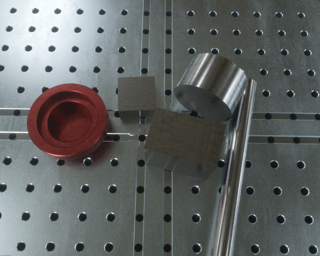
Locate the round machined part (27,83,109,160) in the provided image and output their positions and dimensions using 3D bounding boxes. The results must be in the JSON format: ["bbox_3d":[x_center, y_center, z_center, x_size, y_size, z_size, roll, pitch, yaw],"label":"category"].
[{"bbox_3d":[-0.116,-0.005,0.403,0.099,0.042,0.098,0,70,-1],"label":"round machined part"}]

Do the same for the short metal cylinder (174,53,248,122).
[{"bbox_3d":[0.065,-0.051,0.402,0.080,0.080,0.050,27,72,9],"label":"short metal cylinder"}]

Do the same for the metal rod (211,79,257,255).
[{"bbox_3d":[0.090,0.073,0.385,0.025,0.025,0.299,12,70,4],"label":"metal rod"}]

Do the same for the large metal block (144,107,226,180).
[{"bbox_3d":[0.028,0.022,0.375,0.080,0.080,0.050,14,71,5],"label":"large metal block"}]

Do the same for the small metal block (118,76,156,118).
[{"bbox_3d":[-0.031,-0.042,0.427,0.050,0.025,0.050,-3,70,-2],"label":"small metal block"}]
